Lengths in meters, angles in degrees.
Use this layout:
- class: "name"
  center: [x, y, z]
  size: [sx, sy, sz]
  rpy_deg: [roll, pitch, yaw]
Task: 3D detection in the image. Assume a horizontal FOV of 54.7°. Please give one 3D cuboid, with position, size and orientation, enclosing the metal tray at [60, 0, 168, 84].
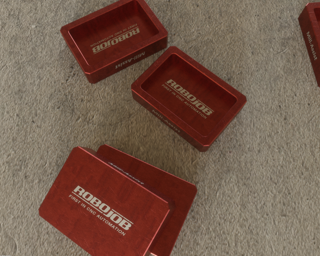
- class: "metal tray"
  center: [-0.065, -0.132, 0.453]
  size: [0.131, 0.030, 0.090]
  rpy_deg: [-29, 73, -10]

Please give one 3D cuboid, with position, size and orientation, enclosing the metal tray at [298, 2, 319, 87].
- class: "metal tray"
  center: [0.266, -0.124, 0.452]
  size: [0.091, 0.030, 0.130]
  rpy_deg: [-5, 70, -2]

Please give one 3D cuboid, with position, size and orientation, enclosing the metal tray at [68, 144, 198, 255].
- class: "metal tray"
  center: [-0.032, 0.087, 0.373]
  size: [0.130, 0.030, 0.090]
  rpy_deg: [24, 72, 8]

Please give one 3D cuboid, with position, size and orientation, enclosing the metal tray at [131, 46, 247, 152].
- class: "metal tray"
  center: [0.037, -0.041, 0.420]
  size: [0.130, 0.030, 0.090]
  rpy_deg: [39, 74, 13]

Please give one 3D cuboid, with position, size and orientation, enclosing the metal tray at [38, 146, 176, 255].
- class: "metal tray"
  center: [-0.060, 0.089, 0.343]
  size: [0.130, 0.030, 0.090]
  rpy_deg: [29, 89, 18]
